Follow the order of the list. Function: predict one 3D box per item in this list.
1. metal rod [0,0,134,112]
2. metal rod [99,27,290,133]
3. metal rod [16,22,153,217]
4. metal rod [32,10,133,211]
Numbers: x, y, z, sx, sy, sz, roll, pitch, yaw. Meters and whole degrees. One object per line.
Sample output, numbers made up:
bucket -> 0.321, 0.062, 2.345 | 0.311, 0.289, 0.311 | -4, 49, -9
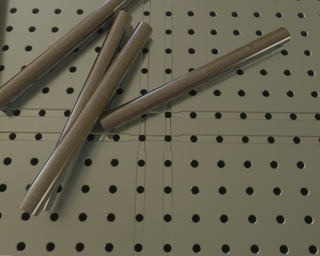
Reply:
metal rod -> -0.123, -0.136, 0.459 | 0.025, 0.025, 0.301 | 40, 74, 13
metal rod -> 0.055, -0.072, 0.438 | 0.302, 0.025, 0.025 | -27, 73, -10
metal rod -> -0.084, -0.029, 0.403 | 0.025, 0.025, 0.300 | 23, 65, 8
metal rod -> -0.100, -0.037, 0.424 | 0.025, 0.025, 0.299 | 17, 71, 6
